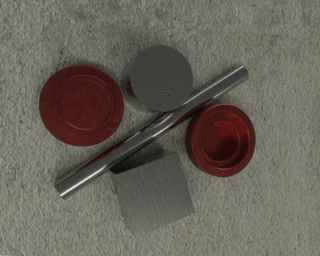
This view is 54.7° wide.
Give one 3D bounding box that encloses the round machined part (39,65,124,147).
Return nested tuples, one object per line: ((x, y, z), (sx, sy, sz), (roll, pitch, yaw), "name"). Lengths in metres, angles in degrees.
((-0.091, -0.026, 0.367), (0.099, 0.042, 0.097), (0, 90, -20), "round machined part")

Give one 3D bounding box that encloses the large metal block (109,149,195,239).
((-0.012, 0.079, 0.393), (0.081, 0.050, 0.080), (-18, 96, -19), "large metal block")

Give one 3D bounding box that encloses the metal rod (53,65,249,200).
((0.001, -0.003, 0.411), (0.302, 0.025, 0.025), (-33, 101, -17), "metal rod")

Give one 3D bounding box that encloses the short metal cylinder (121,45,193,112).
((-0.005, -0.059, 0.394), (0.081, 0.050, 0.079), (0, 90, -20), "short metal cylinder")

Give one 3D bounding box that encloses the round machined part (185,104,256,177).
((0.079, 0.017, 0.430), (0.099, 0.042, 0.097), (0, 90, -20), "round machined part")
